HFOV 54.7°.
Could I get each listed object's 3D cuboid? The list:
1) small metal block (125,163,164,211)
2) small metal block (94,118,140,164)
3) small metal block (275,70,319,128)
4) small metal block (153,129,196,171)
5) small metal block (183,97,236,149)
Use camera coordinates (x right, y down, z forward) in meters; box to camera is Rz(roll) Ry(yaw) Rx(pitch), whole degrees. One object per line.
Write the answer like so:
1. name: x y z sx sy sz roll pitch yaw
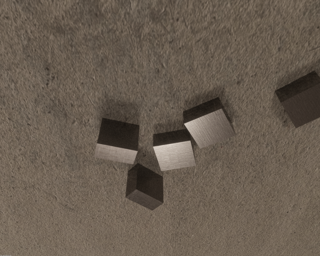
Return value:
1. small metal block: -0.022 0.088 0.466 0.050 0.050 0.025 33 123 -25
2. small metal block: -0.055 0.016 0.404 0.050 0.050 0.025 12 129 -11
3. small metal block: 0.179 -0.034 0.381 0.050 0.025 0.050 -29 125 22
4. small metal block: 0.021 0.031 0.434 0.050 0.025 0.050 -10 130 8
5. small metal block: 0.064 -0.006 0.403 0.050 0.025 0.050 -23 127 18
